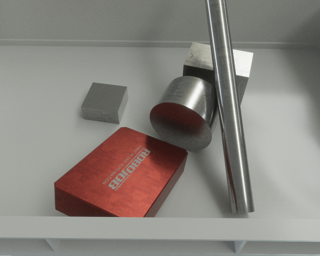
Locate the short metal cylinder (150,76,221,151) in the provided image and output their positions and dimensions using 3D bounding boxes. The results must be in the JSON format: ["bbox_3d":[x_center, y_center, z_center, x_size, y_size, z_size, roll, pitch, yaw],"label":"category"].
[{"bbox_3d":[0.034,-0.017,0.384,0.080,0.080,0.050,20,53,16],"label":"short metal cylinder"}]

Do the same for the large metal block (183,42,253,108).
[{"bbox_3d":[0.075,-0.063,0.423,0.080,0.080,0.050,13,51,10],"label":"large metal block"}]

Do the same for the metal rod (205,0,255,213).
[{"bbox_3d":[0.076,-0.056,0.360,0.025,0.025,0.298,-4,80,-4],"label":"metal rod"}]

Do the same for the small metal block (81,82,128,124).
[{"bbox_3d":[-0.076,-0.035,0.434,0.050,0.025,0.050,8,50,6],"label":"small metal block"}]

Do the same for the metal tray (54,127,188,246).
[{"bbox_3d":[-0.035,0.052,0.330,0.090,0.030,0.131,20,33,16],"label":"metal tray"}]
